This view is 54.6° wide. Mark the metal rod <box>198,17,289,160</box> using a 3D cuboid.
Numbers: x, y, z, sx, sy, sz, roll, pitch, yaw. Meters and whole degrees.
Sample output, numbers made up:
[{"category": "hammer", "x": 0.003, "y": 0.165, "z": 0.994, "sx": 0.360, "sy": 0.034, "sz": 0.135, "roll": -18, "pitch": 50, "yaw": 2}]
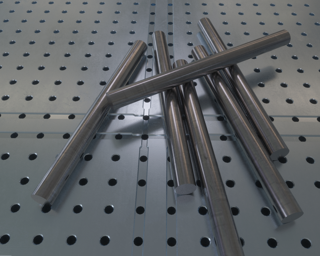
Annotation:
[{"category": "metal rod", "x": 0.114, "y": -0.079, "z": 0.474, "sx": 0.025, "sy": 0.025, "sz": 0.300, "roll": -10, "pitch": 51, "yaw": -8}]

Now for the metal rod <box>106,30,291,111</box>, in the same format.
[{"category": "metal rod", "x": 0.067, "y": -0.090, "z": 0.449, "sx": 0.302, "sy": 0.025, "sz": 0.025, "roll": -23, "pitch": 54, "yaw": -18}]

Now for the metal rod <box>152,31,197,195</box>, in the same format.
[{"category": "metal rod", "x": 0.013, "y": -0.045, "z": 0.445, "sx": 0.025, "sy": 0.025, "sz": 0.300, "roll": -5, "pitch": 50, "yaw": -4}]

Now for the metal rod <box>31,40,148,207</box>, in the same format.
[{"category": "metal rod", "x": -0.081, "y": -0.029, "z": 0.431, "sx": 0.025, "sy": 0.025, "sz": 0.301, "roll": 15, "pitch": 51, "yaw": 12}]

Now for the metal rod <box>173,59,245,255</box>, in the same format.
[{"category": "metal rod", "x": 0.051, "y": 0.015, "z": 0.395, "sx": 0.025, "sy": 0.025, "sz": 0.300, "roll": -6, "pitch": 50, "yaw": -5}]

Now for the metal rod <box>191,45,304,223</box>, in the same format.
[{"category": "metal rod", "x": 0.102, "y": -0.016, "z": 0.421, "sx": 0.025, "sy": 0.025, "sz": 0.300, "roll": -11, "pitch": 51, "yaw": -9}]
